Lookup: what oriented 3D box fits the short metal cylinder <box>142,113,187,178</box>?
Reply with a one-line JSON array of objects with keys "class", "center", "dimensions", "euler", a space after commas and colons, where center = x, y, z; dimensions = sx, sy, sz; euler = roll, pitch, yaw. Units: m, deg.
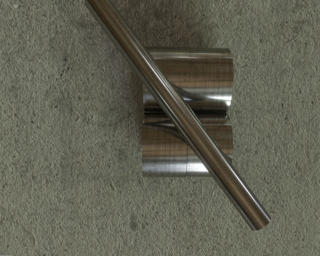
[{"class": "short metal cylinder", "center": [0.005, 0.021, 0.384], "dimensions": [0.050, 0.080, 0.079], "euler": [1, 90, 0]}]

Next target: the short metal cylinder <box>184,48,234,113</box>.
[{"class": "short metal cylinder", "center": [0.057, -0.059, 0.384], "dimensions": [0.050, 0.080, 0.079], "euler": [1, 90, 0]}]

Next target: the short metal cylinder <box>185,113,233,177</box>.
[{"class": "short metal cylinder", "center": [0.056, 0.021, 0.384], "dimensions": [0.050, 0.080, 0.079], "euler": [1, 90, 0]}]

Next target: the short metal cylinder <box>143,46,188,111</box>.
[{"class": "short metal cylinder", "center": [0.006, -0.060, 0.384], "dimensions": [0.050, 0.080, 0.079], "euler": [1, 90, 0]}]

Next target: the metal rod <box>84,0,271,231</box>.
[{"class": "metal rod", "center": [0.019, -0.018, 0.331], "dimensions": [0.025, 0.025, 0.299], "euler": [-37, 90, 0]}]
